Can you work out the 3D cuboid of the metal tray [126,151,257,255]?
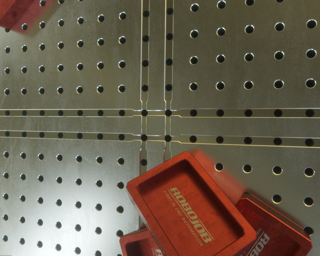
[{"bbox_3d":[0.031,0.097,0.351,0.091,0.030,0.130,-27,54,-17],"label":"metal tray"}]

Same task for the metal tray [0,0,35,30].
[{"bbox_3d":[-0.262,-0.237,0.500,0.090,0.030,0.130,-44,77,14],"label":"metal tray"}]

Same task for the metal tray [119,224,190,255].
[{"bbox_3d":[0.004,0.189,0.384,0.090,0.030,0.129,-28,74,38],"label":"metal tray"}]

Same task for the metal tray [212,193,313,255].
[{"bbox_3d":[0.105,0.156,0.372,0.090,0.030,0.129,34,100,16],"label":"metal tray"}]
